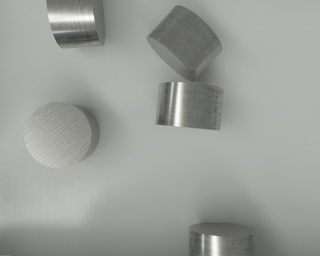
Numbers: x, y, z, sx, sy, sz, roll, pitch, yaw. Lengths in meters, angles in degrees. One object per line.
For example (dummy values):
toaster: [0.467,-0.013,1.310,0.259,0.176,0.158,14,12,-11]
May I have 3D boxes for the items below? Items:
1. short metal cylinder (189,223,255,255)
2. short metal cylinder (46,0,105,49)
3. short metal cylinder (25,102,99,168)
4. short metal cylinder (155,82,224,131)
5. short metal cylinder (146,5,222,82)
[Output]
short metal cylinder: [0.076,0.150,0.382,0.081,0.080,0.050,1,84,0]
short metal cylinder: [-0.101,-0.141,0.383,0.050,0.080,0.080,-4,90,0]
short metal cylinder: [-0.123,0.008,0.398,0.081,0.050,0.080,0,90,0]
short metal cylinder: [0.036,-0.025,0.384,0.080,0.080,0.050,5,90,0]
short metal cylinder: [0.030,-0.103,0.384,0.080,0.080,0.050,42,90,0]
